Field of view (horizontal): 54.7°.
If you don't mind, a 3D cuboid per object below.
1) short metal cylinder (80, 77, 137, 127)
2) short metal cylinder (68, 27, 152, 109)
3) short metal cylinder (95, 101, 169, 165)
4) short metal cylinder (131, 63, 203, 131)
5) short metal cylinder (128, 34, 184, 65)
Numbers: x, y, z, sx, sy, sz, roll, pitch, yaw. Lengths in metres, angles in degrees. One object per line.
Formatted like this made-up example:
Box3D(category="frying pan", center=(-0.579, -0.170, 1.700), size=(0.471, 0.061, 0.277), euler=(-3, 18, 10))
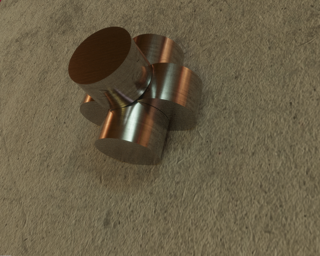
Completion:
Box3D(category="short metal cylinder", center=(-0.062, -0.036, 0.423), size=(0.080, 0.080, 0.050), euler=(-1, 62, 27))
Box3D(category="short metal cylinder", center=(-0.056, -0.069, 0.356), size=(0.080, 0.050, 0.080), euler=(-13, 56, 20))
Box3D(category="short metal cylinder", center=(-0.034, 0.008, 0.381), size=(0.080, 0.080, 0.050), euler=(0, 62, 28))
Box3D(category="short metal cylinder", center=(0.010, -0.036, 0.386), size=(0.080, 0.080, 0.050), euler=(0, 62, 28))
Box3D(category="short metal cylinder", center=(-0.010, -0.082, 0.424), size=(0.080, 0.080, 0.050), euler=(-2, 61, 27))
